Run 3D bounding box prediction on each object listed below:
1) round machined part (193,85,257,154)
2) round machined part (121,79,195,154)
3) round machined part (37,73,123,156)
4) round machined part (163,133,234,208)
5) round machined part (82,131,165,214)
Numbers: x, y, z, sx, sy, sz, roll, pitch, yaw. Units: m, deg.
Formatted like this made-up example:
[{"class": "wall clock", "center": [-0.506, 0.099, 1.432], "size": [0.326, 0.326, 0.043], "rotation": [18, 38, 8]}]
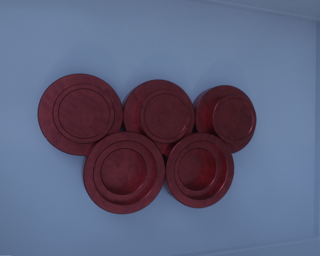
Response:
[{"class": "round machined part", "center": [0.094, -0.012, 0.433], "size": [0.099, 0.042, 0.097], "rotation": [0, 89, -20]}, {"class": "round machined part", "center": [0.001, -0.014, 0.399], "size": [0.099, 0.042, 0.097], "rotation": [0, 89, -20]}, {"class": "round machined part", "center": [-0.091, -0.016, 0.365], "size": [0.099, 0.042, 0.097], "rotation": [0, 89, -21]}, {"class": "round machined part", "center": [0.046, 0.054, 0.417], "size": [0.099, 0.042, 0.097], "rotation": [0, 90, -20]}, {"class": "round machined part", "center": [-0.046, 0.052, 0.382], "size": [0.099, 0.042, 0.097], "rotation": [0, 90, -20]}]
